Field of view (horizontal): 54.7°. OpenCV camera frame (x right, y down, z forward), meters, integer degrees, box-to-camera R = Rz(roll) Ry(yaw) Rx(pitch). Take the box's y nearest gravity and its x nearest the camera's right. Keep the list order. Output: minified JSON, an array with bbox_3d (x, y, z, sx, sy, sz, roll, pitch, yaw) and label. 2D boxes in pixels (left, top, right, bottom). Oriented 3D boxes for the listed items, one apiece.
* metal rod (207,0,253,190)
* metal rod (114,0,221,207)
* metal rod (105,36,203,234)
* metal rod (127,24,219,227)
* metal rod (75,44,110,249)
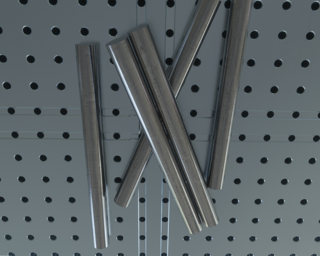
[{"bbox_3d":[0.089,-0.057,0.393,0.025,0.025,0.298,3,110,-2],"label":"metal rod"},{"bbox_3d":[0.002,-0.022,0.405,0.025,0.025,0.298,21,109,-8],"label":"metal rod"},{"bbox_3d":[0.003,0.029,0.400,0.025,0.025,0.299,-19,118,6],"label":"metal rod"},{"bbox_3d":[0.027,0.017,0.399,0.025,0.025,0.299,-19,117,6],"label":"metal rod"},{"bbox_3d":[-0.090,0.038,0.426,0.025,0.025,0.298,0,110,-1],"label":"metal rod"}]
